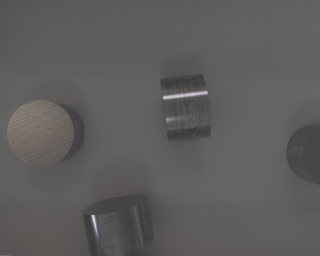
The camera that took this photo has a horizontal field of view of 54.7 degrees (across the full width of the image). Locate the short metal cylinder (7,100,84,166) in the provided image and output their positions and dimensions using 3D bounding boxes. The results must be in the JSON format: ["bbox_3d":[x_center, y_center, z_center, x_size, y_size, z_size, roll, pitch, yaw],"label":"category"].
[{"bbox_3d":[-0.144,0.006,0.398,0.081,0.050,0.080,0,90,0],"label":"short metal cylinder"}]

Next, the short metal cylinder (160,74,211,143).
[{"bbox_3d":[0.030,-0.024,0.384,0.050,0.080,0.080,-7,90,0],"label":"short metal cylinder"}]

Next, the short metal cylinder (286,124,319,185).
[{"bbox_3d":[0.214,0.034,0.400,0.081,0.050,0.080,0,90,0],"label":"short metal cylinder"}]

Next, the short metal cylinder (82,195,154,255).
[{"bbox_3d":[-0.051,0.119,0.383,0.080,0.080,0.050,-11,90,0],"label":"short metal cylinder"}]
